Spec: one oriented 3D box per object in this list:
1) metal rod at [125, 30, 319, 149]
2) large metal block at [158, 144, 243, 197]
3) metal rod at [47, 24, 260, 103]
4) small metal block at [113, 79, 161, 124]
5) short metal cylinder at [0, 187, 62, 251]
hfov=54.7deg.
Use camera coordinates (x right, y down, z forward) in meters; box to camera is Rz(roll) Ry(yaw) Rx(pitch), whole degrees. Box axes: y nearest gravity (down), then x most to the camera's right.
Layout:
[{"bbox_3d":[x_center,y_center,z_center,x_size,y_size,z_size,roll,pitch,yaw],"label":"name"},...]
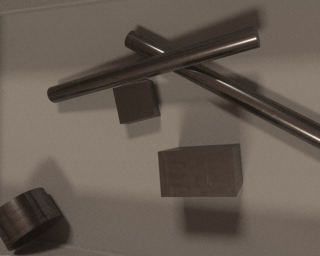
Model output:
[{"bbox_3d":[0.083,-0.048,0.380,0.301,0.025,0.025,31,100,17],"label":"metal rod"},{"bbox_3d":[0.051,0.047,0.363,0.080,0.080,0.050,-5,89,19],"label":"large metal block"},{"bbox_3d":[-0.028,-0.074,0.398,0.300,0.025,0.025,-10,87,27],"label":"metal rod"},{"bbox_3d":[-0.031,-0.035,0.421,0.050,0.025,0.050,-14,86,19],"label":"small metal block"},{"bbox_3d":[-0.192,0.130,0.447,0.080,0.080,0.050,-41,77,15],"label":"short metal cylinder"}]
